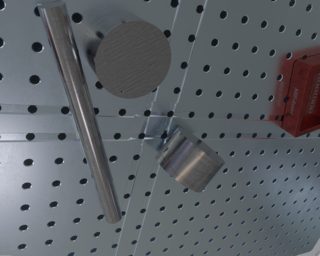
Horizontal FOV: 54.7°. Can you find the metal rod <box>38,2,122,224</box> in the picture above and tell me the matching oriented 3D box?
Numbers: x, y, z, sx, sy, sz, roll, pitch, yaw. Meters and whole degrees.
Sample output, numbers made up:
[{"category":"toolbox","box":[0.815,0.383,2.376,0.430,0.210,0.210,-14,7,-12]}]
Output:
[{"category":"metal rod","box":[-0.084,0.008,0.370,0.025,0.025,0.298,-20,126,-17]}]

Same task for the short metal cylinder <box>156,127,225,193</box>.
[{"category":"short metal cylinder","box":[0.041,0.042,0.424,0.080,0.080,0.050,30,102,-38]}]

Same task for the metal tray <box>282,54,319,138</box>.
[{"category":"metal tray","box":[0.257,-0.055,0.513,0.091,0.030,0.129,-17,125,-19]}]

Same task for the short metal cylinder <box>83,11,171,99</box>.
[{"category":"short metal cylinder","box":[-0.035,-0.078,0.328,0.081,0.050,0.079,-14,124,-21]}]
